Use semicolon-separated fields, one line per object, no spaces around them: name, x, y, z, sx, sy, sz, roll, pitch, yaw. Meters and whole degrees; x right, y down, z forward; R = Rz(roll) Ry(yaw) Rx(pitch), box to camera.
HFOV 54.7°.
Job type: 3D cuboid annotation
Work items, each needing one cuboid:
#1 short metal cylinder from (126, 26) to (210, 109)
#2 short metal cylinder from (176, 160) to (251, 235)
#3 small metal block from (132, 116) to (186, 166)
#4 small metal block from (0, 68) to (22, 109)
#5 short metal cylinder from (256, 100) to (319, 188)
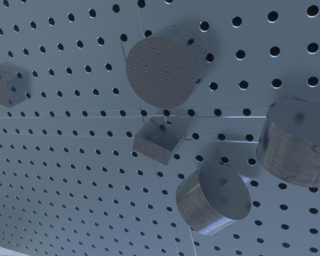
short metal cylinder;0.010;-0.068;0.348;0.080;0.050;0.079;13;124;21
short metal cylinder;0.068;0.089;0.395;0.080;0.080;0.050;41;129;0
small metal block;0.000;0.016;0.405;0.050;0.050;0.025;25;127;12
small metal block;-0.258;-0.067;0.506;0.050;0.025;0.050;22;127;14
short metal cylinder;0.142;0.013;0.309;0.080;0.080;0.050;17;125;18
